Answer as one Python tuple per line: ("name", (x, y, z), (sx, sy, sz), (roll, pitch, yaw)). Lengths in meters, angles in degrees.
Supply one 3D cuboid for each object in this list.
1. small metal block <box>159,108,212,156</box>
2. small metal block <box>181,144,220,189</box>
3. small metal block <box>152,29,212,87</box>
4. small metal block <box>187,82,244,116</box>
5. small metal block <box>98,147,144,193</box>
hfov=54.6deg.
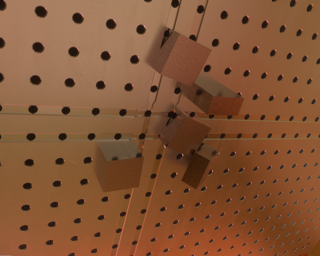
("small metal block", (0.035, 0.007, 0.434), (0.050, 0.025, 0.050), (22, 106, -36))
("small metal block", (0.061, 0.056, 0.462), (0.050, 0.025, 0.050), (-23, 139, -63))
("small metal block", (0.026, -0.084, 0.373), (0.050, 0.025, 0.050), (15, 111, -34))
("small metal block", (0.073, -0.039, 0.410), (0.050, 0.050, 0.025), (1, 118, -29))
("small metal block", (-0.053, 0.056, 0.416), (0.050, 0.025, 0.050), (-3, 120, -27))
